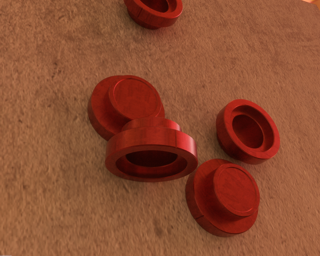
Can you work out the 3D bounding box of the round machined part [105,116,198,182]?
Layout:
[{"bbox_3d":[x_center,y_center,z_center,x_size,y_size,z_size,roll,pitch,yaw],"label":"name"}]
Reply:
[{"bbox_3d":[-0.009,0.022,0.340,0.099,0.097,0.042,13,57,-22],"label":"round machined part"}]

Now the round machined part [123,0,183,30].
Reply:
[{"bbox_3d":[-0.015,-0.202,0.510,0.099,0.042,0.098,14,56,-21],"label":"round machined part"}]

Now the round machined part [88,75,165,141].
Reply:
[{"bbox_3d":[-0.037,-0.028,0.391,0.099,0.042,0.098,14,56,-21],"label":"round machined part"}]

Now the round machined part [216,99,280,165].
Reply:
[{"bbox_3d":[0.123,0.009,0.456,0.099,0.042,0.098,14,56,-21],"label":"round machined part"}]

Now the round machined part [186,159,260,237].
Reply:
[{"bbox_3d":[0.085,0.083,0.390,0.099,0.042,0.098,14,56,-21],"label":"round machined part"}]
